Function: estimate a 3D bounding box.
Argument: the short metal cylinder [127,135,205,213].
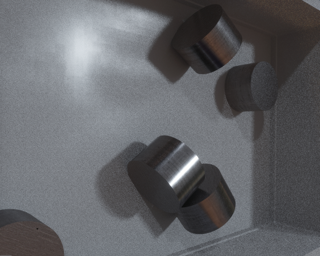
[{"bbox_3d":[0.007,0.056,0.377,0.050,0.080,0.080,-42,116,-32],"label":"short metal cylinder"}]

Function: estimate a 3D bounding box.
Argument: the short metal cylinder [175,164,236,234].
[{"bbox_3d":[0.054,0.093,0.416,0.080,0.080,0.050,-45,117,-31],"label":"short metal cylinder"}]

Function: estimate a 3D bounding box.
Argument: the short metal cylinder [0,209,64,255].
[{"bbox_3d":[-0.135,0.118,0.277,0.081,0.050,0.080,0,90,-40],"label":"short metal cylinder"}]

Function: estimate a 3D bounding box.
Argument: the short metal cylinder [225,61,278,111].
[{"bbox_3d":[0.154,-0.068,0.519,0.081,0.050,0.080,0,90,-40],"label":"short metal cylinder"}]

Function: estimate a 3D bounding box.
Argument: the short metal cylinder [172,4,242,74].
[{"bbox_3d":[0.064,-0.121,0.424,0.050,0.080,0.080,41,65,-33],"label":"short metal cylinder"}]
